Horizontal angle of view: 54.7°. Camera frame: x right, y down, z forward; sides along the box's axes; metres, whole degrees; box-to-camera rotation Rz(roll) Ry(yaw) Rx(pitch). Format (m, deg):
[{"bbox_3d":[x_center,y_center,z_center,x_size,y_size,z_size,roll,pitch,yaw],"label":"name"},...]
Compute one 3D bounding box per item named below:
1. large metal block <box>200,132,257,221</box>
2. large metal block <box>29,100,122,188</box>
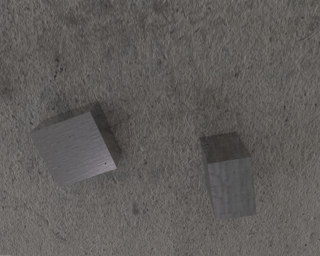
[{"bbox_3d":[0.086,0.060,0.403,0.050,0.080,0.079,-9,110,3],"label":"large metal block"},{"bbox_3d":[-0.106,0.020,0.403,0.080,0.050,0.080,-19,109,7],"label":"large metal block"}]
